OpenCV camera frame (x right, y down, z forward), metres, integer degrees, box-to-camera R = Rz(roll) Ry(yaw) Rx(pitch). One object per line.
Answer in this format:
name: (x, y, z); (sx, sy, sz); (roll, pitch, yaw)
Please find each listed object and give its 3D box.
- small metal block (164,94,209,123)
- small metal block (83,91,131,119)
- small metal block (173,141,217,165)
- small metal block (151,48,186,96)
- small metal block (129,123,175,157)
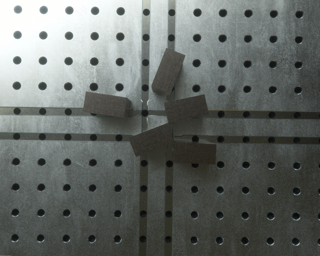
small metal block: (0.032, -0.024, 0.401); (0.050, 0.050, 0.025); (-12, 90, 0)
small metal block: (-0.067, -0.029, 0.400); (0.050, 0.050, 0.025); (9, 90, 0)
small metal block: (0.043, 0.031, 0.401); (0.050, 0.050, 0.025); (3, 90, 0)
small metal block: (0.010, -0.070, 0.401); (0.025, 0.050, 0.050); (21, 90, 0)
small metal block: (-0.010, 0.014, 0.401); (0.050, 0.050, 0.025); (-21, 90, 0)
